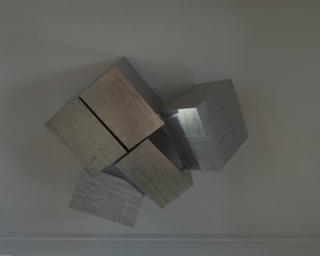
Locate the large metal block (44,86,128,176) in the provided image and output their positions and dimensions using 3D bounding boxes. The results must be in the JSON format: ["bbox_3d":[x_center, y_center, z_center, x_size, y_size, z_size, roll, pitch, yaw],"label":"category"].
[{"bbox_3d":[-0.082,-0.002,0.379,0.050,0.080,0.080,-36,107,12],"label":"large metal block"}]

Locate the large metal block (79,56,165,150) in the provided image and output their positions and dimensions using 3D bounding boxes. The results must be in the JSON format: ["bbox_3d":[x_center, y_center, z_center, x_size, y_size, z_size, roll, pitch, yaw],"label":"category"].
[{"bbox_3d":[-0.040,-0.033,0.367,0.050,0.080,0.080,-37,106,12],"label":"large metal block"}]

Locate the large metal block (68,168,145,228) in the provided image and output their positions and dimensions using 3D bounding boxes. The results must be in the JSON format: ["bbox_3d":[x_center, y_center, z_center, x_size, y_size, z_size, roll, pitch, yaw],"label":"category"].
[{"bbox_3d":[-0.069,0.090,0.406,0.080,0.080,0.050,21,74,-8],"label":"large metal block"}]

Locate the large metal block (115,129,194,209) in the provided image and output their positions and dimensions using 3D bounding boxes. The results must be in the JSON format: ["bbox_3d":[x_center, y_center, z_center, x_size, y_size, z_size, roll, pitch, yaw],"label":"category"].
[{"bbox_3d":[-0.006,0.041,0.395,0.050,0.080,0.080,-40,106,13],"label":"large metal block"}]

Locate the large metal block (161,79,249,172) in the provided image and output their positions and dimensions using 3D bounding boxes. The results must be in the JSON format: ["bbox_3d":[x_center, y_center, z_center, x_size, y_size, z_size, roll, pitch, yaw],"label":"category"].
[{"bbox_3d":[0.057,-0.004,0.373,0.050,0.080,0.080,-3,117,44],"label":"large metal block"}]
